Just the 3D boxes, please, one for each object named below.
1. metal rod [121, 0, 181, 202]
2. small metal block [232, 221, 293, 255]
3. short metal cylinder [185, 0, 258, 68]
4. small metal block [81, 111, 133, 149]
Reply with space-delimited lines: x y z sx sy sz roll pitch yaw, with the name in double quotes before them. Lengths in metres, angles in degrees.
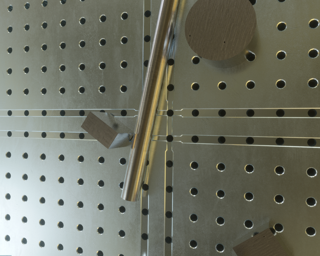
"metal rod" -0.011 -0.049 0.416 0.025 0.025 0.298 13 94 19
"small metal block" 0.123 0.149 0.369 0.050 0.025 0.050 -37 79 16
"short metal cylinder" 0.075 -0.116 0.373 0.080 0.050 0.080 0 90 20
"small metal block" -0.070 0.002 0.424 0.050 0.050 0.025 37 102 16
